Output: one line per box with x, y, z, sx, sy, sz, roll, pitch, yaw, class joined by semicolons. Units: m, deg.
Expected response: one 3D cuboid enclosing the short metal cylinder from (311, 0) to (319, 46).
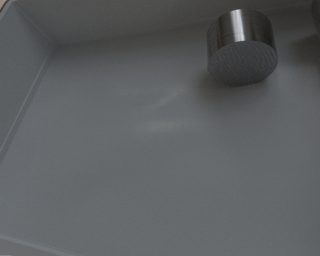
0.211;-0.123;0.335;0.080;0.080;0.050;-9;58;23;short metal cylinder

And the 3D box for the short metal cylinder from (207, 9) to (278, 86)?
0.098;-0.095;0.377;0.080;0.080;0.050;-11;57;22;short metal cylinder
